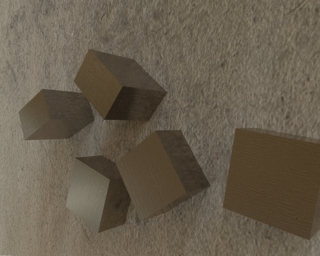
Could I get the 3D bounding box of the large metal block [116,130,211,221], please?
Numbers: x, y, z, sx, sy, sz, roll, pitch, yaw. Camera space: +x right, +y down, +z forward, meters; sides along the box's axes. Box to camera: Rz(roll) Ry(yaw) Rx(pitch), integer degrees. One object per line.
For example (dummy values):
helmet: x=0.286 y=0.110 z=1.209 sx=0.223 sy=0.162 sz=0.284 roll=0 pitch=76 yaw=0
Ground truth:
large metal block: x=0.002 y=0.058 z=0.386 sx=0.080 sy=0.050 sz=0.080 roll=-40 pitch=66 yaw=32

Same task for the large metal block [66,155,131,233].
large metal block: x=-0.089 y=0.094 z=0.459 sx=0.080 sy=0.050 sz=0.079 roll=23 pitch=104 yaw=37

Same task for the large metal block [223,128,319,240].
large metal block: x=0.114 y=0.046 z=0.294 sx=0.080 sy=0.050 sz=0.079 roll=13 pitch=98 yaw=39

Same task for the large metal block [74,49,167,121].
large metal block: x=-0.052 y=-0.055 z=0.410 sx=0.080 sy=0.081 sz=0.050 roll=48 pitch=118 yaw=29

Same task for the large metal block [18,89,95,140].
large metal block: x=-0.169 y=-0.019 z=0.505 sx=0.080 sy=0.081 sz=0.050 roll=-30 pitch=72 yaw=36
